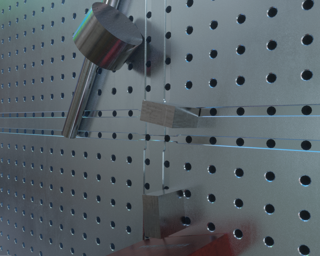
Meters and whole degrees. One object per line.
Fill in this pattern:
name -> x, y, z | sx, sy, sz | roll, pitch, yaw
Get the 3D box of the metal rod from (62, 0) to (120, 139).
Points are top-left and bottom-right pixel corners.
metal rod -> -0.104, -0.119, 0.492 | 0.025, 0.025, 0.298 | 34, 111, 34

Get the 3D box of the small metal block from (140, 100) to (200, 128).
small metal block -> 0.012, -0.017, 0.381 | 0.050, 0.050, 0.025 | 14, 99, 39

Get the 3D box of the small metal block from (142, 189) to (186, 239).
small metal block -> 0.006, 0.105, 0.387 | 0.025, 0.050, 0.050 | -6, 86, 39

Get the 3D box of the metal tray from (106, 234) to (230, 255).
metal tray -> 0.004, 0.154, 0.361 | 0.130, 0.091, 0.030 | -20, 78, 38

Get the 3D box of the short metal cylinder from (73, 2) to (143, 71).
short metal cylinder -> -0.072, -0.127, 0.430 | 0.050, 0.081, 0.080 | -43, 64, 31
